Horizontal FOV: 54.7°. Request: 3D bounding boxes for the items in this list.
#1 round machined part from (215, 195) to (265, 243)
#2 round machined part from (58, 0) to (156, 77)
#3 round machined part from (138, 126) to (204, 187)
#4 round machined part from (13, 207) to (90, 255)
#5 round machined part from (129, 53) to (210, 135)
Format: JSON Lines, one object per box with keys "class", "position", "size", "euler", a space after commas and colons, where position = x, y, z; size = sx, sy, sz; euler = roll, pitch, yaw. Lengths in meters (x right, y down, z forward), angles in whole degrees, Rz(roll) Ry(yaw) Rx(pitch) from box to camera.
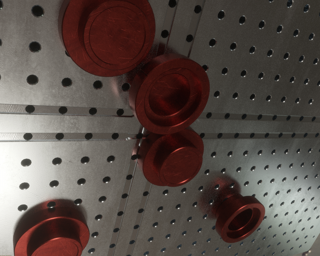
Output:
{"class": "round machined part", "position": [0.146, 0.166, 0.586], "size": [0.099, 0.042, 0.097], "euler": [-14, 125, -21]}
{"class": "round machined part", "position": [-0.049, -0.097, 0.314], "size": [0.099, 0.042, 0.097], "euler": [-14, 125, -21]}
{"class": "round machined part", "position": [0.021, 0.045, 0.441], "size": [0.099, 0.042, 0.097], "euler": [-14, 125, -21]}
{"class": "round machined part", "position": [-0.144, 0.159, 0.421], "size": [0.099, 0.042, 0.097], "euler": [-14, 125, -21]}
{"class": "round machined part", "position": [0.008, -0.044, 0.379], "size": [0.099, 0.042, 0.097], "euler": [-14, 125, -21]}
